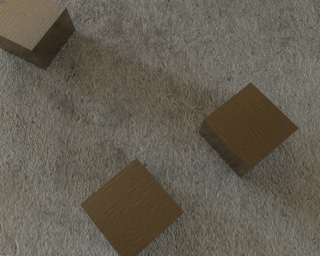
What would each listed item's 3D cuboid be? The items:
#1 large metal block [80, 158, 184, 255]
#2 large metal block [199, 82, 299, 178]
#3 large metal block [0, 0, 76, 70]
[{"bbox_3d":[-0.030,0.096,0.360,0.080,0.050,0.080,-39,75,-13],"label":"large metal block"},{"bbox_3d":[0.109,0.003,0.394,0.080,0.050,0.080,-38,74,-13],"label":"large metal block"},{"bbox_3d":[-0.184,-0.143,0.446,0.080,0.050,0.080,26,72,9],"label":"large metal block"}]
